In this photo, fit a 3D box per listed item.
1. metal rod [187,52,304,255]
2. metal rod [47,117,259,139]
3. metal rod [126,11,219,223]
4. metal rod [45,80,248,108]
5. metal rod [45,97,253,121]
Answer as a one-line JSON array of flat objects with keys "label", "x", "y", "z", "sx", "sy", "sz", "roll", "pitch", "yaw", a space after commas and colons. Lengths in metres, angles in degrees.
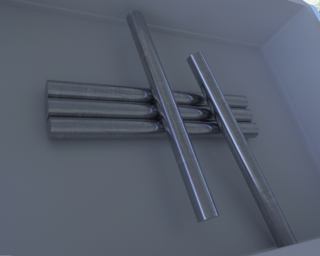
[{"label": "metal rod", "x": 0.110, "y": 0.031, "z": 0.421, "sx": 0.025, "sy": 0.025, "sz": 0.299, "roll": -17, "pitch": 78, "yaw": -35}, {"label": "metal rod", "x": 0.012, "y": 0.002, "z": 0.411, "sx": 0.303, "sy": 0.025, "sz": 0.025, "roll": 1, "pitch": 62, "yaw": -28}, {"label": "metal rod", "x": 0.008, "y": -0.031, "z": 0.396, "sx": 0.025, "sy": 0.025, "sz": 0.299, "roll": -5, "pitch": 64, "yaw": -31}, {"label": "metal rod", "x": 0.001, "y": -0.042, "z": 0.432, "sx": 0.303, "sy": 0.025, "sz": 0.025, "roll": 1, "pitch": 62, "yaw": -28}, {"label": "metal rod", "x": 0.006, "y": -0.020, "z": 0.421, "sx": 0.303, "sy": 0.025, "sz": 0.025, "roll": 1, "pitch": 62, "yaw": -28}]
